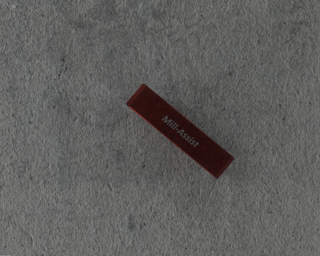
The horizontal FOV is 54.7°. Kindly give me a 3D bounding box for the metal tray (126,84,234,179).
[{"bbox_3d":[0.022,0.003,0.379,0.130,0.090,0.030,39,90,-1],"label":"metal tray"}]
